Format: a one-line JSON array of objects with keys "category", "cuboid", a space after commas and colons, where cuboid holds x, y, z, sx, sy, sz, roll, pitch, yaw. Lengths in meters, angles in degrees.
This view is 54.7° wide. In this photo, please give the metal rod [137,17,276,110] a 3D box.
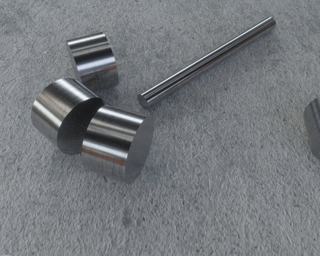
[{"category": "metal rod", "cuboid": [0.088, -0.113, 0.498, 0.302, 0.025, 0.025, -34, 58, -26]}]

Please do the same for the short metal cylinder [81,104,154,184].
[{"category": "short metal cylinder", "cuboid": [-0.045, 0.018, 0.352, 0.050, 0.080, 0.080, 17, 52, 13]}]

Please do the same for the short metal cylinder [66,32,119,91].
[{"category": "short metal cylinder", "cuboid": [-0.097, -0.092, 0.444, 0.050, 0.080, 0.080, -19, 53, -16]}]

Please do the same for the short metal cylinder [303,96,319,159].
[{"category": "short metal cylinder", "cuboid": [0.219, -0.001, 0.370, 0.080, 0.080, 0.050, 5, 50, 4]}]

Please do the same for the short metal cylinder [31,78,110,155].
[{"category": "short metal cylinder", "cuboid": [-0.106, -0.014, 0.379, 0.050, 0.080, 0.080, 35, 58, 25]}]
